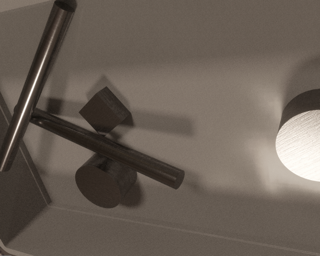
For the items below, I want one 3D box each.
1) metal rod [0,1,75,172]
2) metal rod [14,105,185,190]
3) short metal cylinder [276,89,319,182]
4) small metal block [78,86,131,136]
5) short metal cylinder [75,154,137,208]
[{"bbox_3d":[-0.191,-0.042,0.450,0.025,0.025,0.298,37,119,3],"label":"metal rod"},{"bbox_3d":[-0.103,0.016,0.442,0.300,0.025,0.025,20,127,26],"label":"metal rod"},{"bbox_3d":[0.162,0.007,0.311,0.080,0.050,0.079,13,124,20],"label":"short metal cylinder"},{"bbox_3d":[-0.078,-0.022,0.434,0.050,0.025,0.050,48,128,-6],"label":"small metal block"},{"bbox_3d":[-0.083,0.077,0.482,0.080,0.050,0.079,13,124,20],"label":"short metal cylinder"}]
